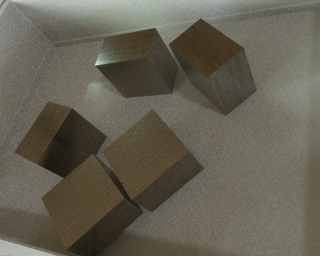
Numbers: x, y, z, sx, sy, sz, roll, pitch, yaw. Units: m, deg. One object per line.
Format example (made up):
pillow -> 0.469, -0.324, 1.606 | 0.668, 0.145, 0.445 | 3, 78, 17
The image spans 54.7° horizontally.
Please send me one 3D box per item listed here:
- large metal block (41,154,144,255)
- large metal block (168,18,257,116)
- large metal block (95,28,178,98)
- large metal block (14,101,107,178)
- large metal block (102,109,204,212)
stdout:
large metal block -> -0.081, 0.092, 0.370 | 0.080, 0.050, 0.080 | -41, 51, -6
large metal block -> 0.066, -0.074, 0.380 | 0.050, 0.080, 0.080 | -40, 51, 1
large metal block -> -0.030, -0.088, 0.439 | 0.080, 0.080, 0.050 | -2, 61, 27
large metal block -> -0.132, 0.022, 0.424 | 0.050, 0.080, 0.080 | 16, 70, 34
large metal block -> -0.009, 0.038, 0.370 | 0.080, 0.050, 0.080 | -40, 51, 0
